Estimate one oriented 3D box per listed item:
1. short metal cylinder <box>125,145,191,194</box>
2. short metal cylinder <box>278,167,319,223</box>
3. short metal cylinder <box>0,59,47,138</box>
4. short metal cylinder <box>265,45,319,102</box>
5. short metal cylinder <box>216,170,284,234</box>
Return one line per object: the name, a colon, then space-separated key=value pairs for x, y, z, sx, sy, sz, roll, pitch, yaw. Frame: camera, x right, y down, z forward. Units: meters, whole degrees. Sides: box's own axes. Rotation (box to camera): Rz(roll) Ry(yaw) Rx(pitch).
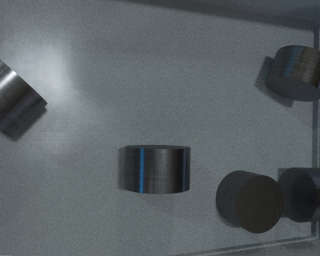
short metal cylinder: x=-0.003 y=0.048 z=0.381 sx=0.081 sy=0.080 sz=0.050 roll=1 pitch=90 yaw=-20
short metal cylinder: x=0.225 y=0.100 z=0.467 sx=0.050 sy=0.080 sz=0.079 roll=4 pitch=89 yaw=-20
short metal cylinder: x=-0.166 y=-0.035 z=0.320 sx=0.080 sy=0.080 sz=0.050 roll=44 pitch=76 yaw=-15
short metal cylinder: x=0.204 y=-0.079 z=0.459 sx=0.080 sy=0.080 sz=0.050 roll=26 pitch=82 yaw=-19
short metal cylinder: x=0.129 y=0.104 z=0.447 sx=0.081 sy=0.050 sz=0.079 roll=0 pitch=90 yaw=-21
